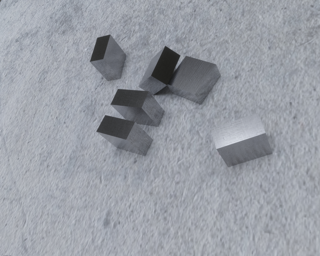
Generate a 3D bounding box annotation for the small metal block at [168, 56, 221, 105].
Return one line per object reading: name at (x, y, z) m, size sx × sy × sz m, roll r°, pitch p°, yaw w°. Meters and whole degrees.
small metal block at (0.045, -0.065, 0.419) m, size 0.050 × 0.025 × 0.050 m, roll 26°, pitch 76°, yaw 36°

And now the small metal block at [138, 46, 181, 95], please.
small metal block at (-0.002, -0.079, 0.436) m, size 0.050 × 0.025 × 0.050 m, roll -23°, pitch 40°, yaw 64°

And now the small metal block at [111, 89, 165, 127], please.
small metal block at (-0.029, -0.027, 0.418) m, size 0.050 × 0.050 × 0.025 m, roll 8°, pitch 66°, yaw 31°

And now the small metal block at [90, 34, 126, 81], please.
small metal block at (-0.082, -0.112, 0.498) m, size 0.025 × 0.050 × 0.050 m, roll -5°, pitch 59°, yaw 25°

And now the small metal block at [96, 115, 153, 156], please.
small metal block at (-0.045, 0.010, 0.404) m, size 0.050 × 0.050 × 0.025 m, roll 13°, pitch 69°, yaw 33°

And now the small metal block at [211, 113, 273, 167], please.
small metal block at (0.088, 0.015, 0.332) m, size 0.050 × 0.050 × 0.025 m, roll -20°, pitch 54°, yaw 16°
